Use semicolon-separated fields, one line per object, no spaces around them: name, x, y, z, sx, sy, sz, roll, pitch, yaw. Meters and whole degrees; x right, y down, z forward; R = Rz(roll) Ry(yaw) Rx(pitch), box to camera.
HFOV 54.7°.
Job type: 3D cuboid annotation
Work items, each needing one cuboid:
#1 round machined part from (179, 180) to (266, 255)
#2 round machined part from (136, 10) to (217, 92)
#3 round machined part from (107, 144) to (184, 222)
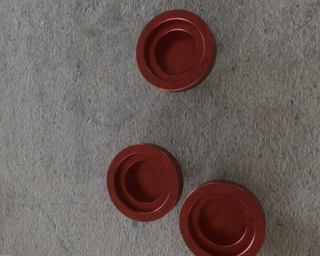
round machined part;0.076;0.111;0.373;0.098;0.042;0.097;0;90;20
round machined part;0.023;-0.094;0.392;0.098;0.042;0.097;0;90;20
round machined part;-0.016;0.068;0.406;0.098;0.042;0.097;0;90;20
